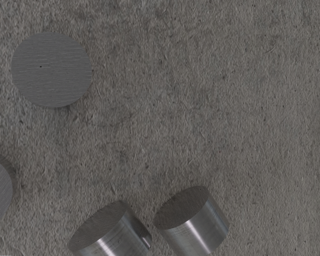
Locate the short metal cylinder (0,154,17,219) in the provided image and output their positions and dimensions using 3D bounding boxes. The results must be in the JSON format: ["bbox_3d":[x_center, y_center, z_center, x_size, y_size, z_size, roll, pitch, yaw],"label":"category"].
[{"bbox_3d":[-0.196,0.063,0.324,0.081,0.050,0.080,0,90,-20],"label":"short metal cylinder"}]

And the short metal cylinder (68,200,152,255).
[{"bbox_3d":[-0.057,0.130,0.359,0.080,0.080,0.050,-37,102,-16],"label":"short metal cylinder"}]

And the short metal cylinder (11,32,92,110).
[{"bbox_3d":[-0.121,-0.062,0.351,0.081,0.050,0.080,0,90,-20],"label":"short metal cylinder"}]

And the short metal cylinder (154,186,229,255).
[{"bbox_3d":[0.040,0.119,0.395,0.080,0.080,0.050,-37,102,-16],"label":"short metal cylinder"}]
